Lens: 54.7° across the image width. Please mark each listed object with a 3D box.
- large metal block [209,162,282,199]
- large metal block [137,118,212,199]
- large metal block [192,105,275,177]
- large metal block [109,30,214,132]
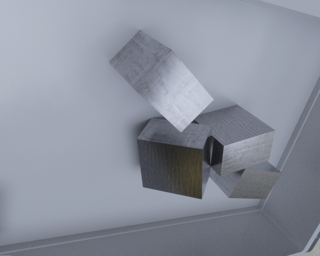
[{"bbox_3d":[0.122,0.064,0.479,0.081,0.080,0.050,10,113,-33],"label":"large metal block"},{"bbox_3d":[0.021,0.038,0.400,0.080,0.050,0.079,8,125,18],"label":"large metal block"},{"bbox_3d":[0.098,0.014,0.435,0.081,0.080,0.050,-15,125,-20],"label":"large metal block"},{"bbox_3d":[0.000,-0.052,0.341,0.050,0.080,0.080,-46,129,4],"label":"large metal block"}]
